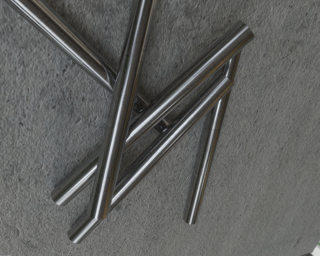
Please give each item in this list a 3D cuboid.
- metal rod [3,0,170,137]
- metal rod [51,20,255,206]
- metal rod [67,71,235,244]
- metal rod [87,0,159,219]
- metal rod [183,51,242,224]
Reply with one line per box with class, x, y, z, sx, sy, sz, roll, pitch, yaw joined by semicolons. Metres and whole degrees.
metal rod;-0.072;-0.069;0.324;0.025;0.025;0.300;-45;129;3
metal rod;-0.018;-0.008;0.359;0.300;0.025;0.025;-41;130;13
metal rod;-0.020;0.047;0.399;0.025;0.025;0.299;31;109;-38
metal rod;-0.036;-0.041;0.328;0.025;0.025;0.298;7;105;-31
metal rod;0.072;0.026;0.461;0.025;0.025;0.298;-6;121;-26
